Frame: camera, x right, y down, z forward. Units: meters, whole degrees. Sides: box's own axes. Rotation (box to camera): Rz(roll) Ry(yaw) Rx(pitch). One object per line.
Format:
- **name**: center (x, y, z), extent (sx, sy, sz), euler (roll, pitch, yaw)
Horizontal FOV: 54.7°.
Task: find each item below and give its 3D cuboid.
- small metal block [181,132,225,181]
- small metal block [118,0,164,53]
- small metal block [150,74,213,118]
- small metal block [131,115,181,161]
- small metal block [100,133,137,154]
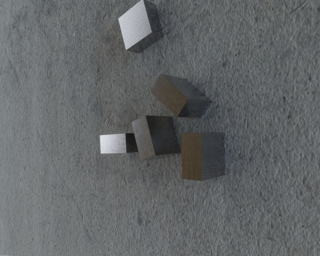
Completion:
- **small metal block**: center (0.049, 0.030, 0.348), extent (0.025, 0.050, 0.050), euler (-1, 90, 40)
- **small metal block**: center (-0.027, -0.139, 0.427), extent (0.050, 0.025, 0.050), euler (-23, 76, 37)
- **small metal block**: center (0.026, -0.037, 0.368), extent (0.050, 0.050, 0.025), euler (46, 118, 30)
- **small metal block**: center (-0.004, 0.012, 0.392), extent (0.025, 0.050, 0.050), euler (-24, 75, 38)
- **small metal block**: center (-0.046, 0.021, 0.427), extent (0.050, 0.050, 0.025), euler (-5, 87, 40)
